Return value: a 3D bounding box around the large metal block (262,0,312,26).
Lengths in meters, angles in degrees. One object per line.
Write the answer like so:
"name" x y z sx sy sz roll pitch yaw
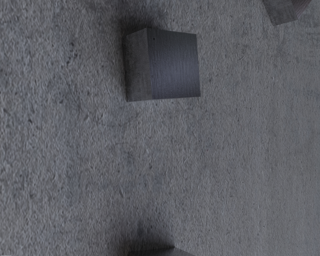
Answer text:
"large metal block" 0.239 -0.255 0.588 0.080 0.050 0.080 -51 120 -28

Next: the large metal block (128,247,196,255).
"large metal block" 0.002 0.201 0.390 0.081 0.050 0.080 13 82 -39

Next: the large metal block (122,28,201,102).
"large metal block" 0.003 -0.076 0.390 0.081 0.050 0.079 -8 95 -40
